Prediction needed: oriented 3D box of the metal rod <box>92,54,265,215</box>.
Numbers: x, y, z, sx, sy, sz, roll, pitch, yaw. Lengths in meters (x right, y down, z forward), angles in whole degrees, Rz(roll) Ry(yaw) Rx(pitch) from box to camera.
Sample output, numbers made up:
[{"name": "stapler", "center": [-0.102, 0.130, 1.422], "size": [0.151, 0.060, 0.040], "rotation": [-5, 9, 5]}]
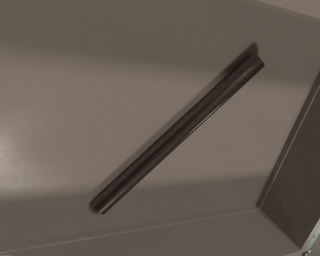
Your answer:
[{"name": "metal rod", "center": [0.025, 0.009, 0.429], "size": [0.300, 0.025, 0.025], "rotation": [-43, 130, 1]}]
